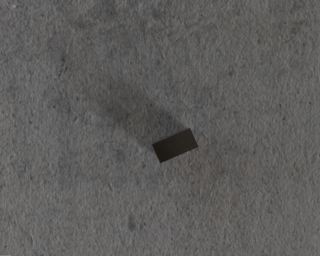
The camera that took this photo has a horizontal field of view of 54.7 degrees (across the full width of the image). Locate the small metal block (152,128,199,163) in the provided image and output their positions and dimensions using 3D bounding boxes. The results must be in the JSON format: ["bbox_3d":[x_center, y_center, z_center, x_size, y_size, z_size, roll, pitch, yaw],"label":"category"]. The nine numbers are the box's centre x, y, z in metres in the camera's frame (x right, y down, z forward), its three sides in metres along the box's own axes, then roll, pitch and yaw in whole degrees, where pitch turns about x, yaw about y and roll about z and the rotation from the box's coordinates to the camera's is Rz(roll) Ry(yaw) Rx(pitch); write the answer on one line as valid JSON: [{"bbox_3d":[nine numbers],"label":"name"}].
[{"bbox_3d":[0.018,0.021,0.398,0.050,0.050,0.025,-23,90,0],"label":"small metal block"}]
